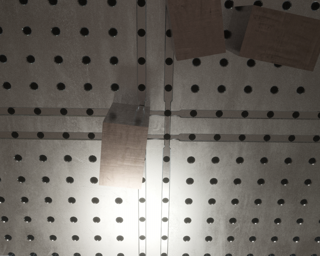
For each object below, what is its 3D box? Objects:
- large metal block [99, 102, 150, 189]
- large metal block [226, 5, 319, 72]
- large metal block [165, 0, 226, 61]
[{"bbox_3d":[-0.043,0.019,0.391,0.050,0.080,0.079,6,110,-3],"label":"large metal block"},{"bbox_3d":[0.124,-0.103,0.348,0.081,0.080,0.050,11,110,-4],"label":"large metal block"},{"bbox_3d":[0.035,-0.123,0.339,0.050,0.080,0.079,-9,110,3],"label":"large metal block"}]
